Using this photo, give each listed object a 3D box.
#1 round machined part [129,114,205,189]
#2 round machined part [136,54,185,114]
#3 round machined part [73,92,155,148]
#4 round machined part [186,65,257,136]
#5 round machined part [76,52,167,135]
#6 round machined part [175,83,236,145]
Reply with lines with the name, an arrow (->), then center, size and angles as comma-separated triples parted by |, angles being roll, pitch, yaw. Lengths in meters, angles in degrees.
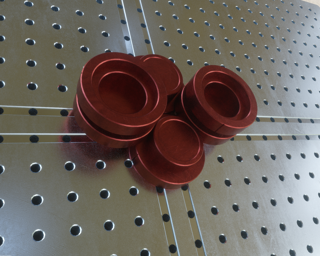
round machined part -> 0.015, 0.024, 0.389 | 0.099, 0.042, 0.098 | 13, 56, -21
round machined part -> -0.007, -0.063, 0.431 | 0.099, 0.042, 0.098 | 13, 56, -21
round machined part -> -0.056, -0.019, 0.378 | 0.099, 0.042, 0.098 | 13, 56, -21
round machined part -> 0.078, -0.033, 0.417 | 0.099, 0.042, 0.098 | 13, 56, -21
round machined part -> -0.045, -0.035, 0.352 | 0.099, 0.042, 0.098 | 13, 56, -21
round machined part -> 0.064, -0.019, 0.442 | 0.099, 0.042, 0.098 | 13, 56, -21
